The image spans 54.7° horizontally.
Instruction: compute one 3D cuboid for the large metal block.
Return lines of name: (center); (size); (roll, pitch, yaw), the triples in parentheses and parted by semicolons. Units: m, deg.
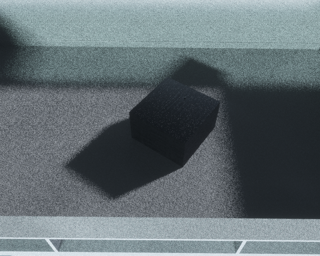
large metal block: (0.019, -0.010, 0.398); (0.080, 0.050, 0.080); (29, 56, 22)
